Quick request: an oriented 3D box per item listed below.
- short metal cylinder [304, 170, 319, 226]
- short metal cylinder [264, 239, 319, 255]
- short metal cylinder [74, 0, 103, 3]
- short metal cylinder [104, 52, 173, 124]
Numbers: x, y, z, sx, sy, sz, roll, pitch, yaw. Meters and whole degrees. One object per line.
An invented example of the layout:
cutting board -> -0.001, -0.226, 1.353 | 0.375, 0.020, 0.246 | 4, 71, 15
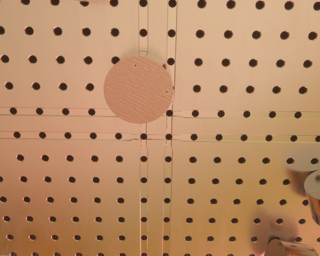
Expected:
short metal cylinder -> 0.245, 0.095, 0.421 | 0.080, 0.080, 0.050 | -20, 109, 7
short metal cylinder -> 0.196, 0.212, 0.464 | 0.050, 0.080, 0.079 | 11, 110, -4
short metal cylinder -> -0.082, -0.179, 0.333 | 0.081, 0.050, 0.079 | 0, 110, 0
short metal cylinder -> -0.025, -0.051, 0.381 | 0.081, 0.050, 0.079 | 0, 110, 0
